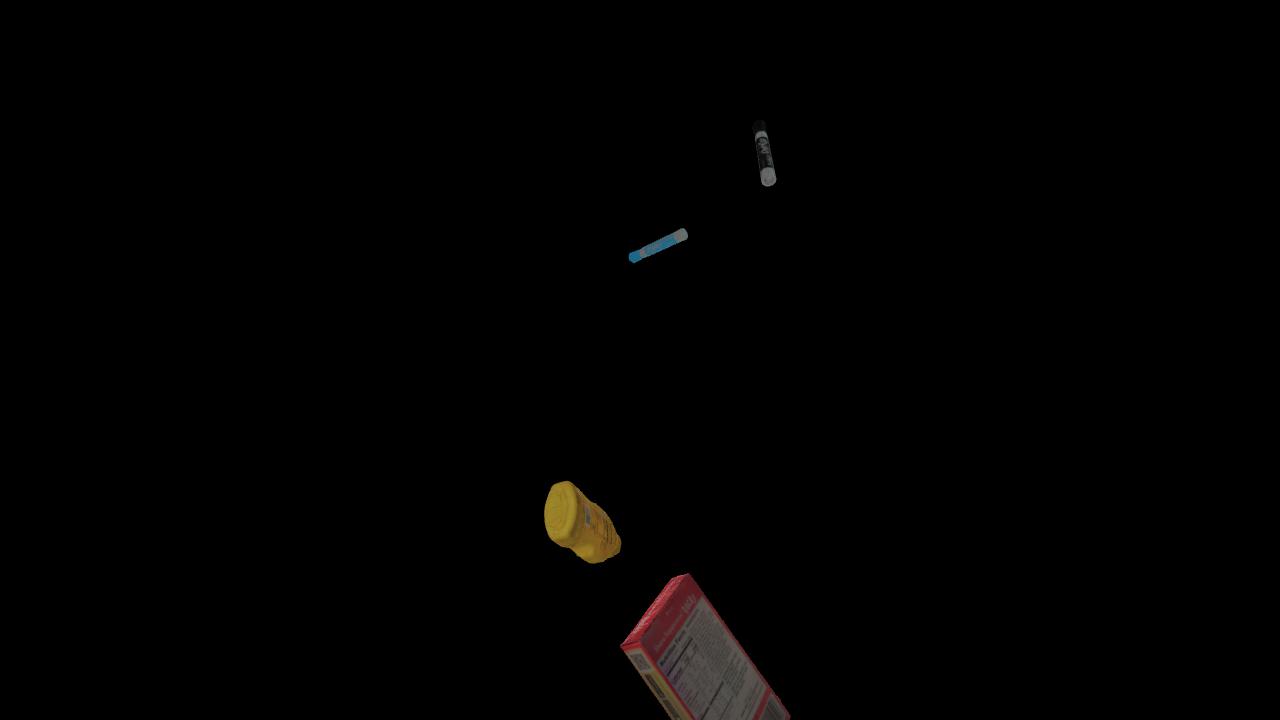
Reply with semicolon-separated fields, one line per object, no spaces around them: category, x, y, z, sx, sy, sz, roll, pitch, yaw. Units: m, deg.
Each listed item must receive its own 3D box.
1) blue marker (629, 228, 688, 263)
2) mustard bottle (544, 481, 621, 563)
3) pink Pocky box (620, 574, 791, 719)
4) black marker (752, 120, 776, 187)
blue marker;0.026;-0.184;0.997;0.121;0.020;0.020;-17;-12;42
mustard bottle;-0.077;0.260;0.937;0.054;0.092;0.184;-23;-41;13
pink Pocky box;0.056;0.265;0.505;0.029;0.155;0.084;-35;1;41
black marker;0.161;-0.273;0.802;0.020;0.121;0.020;0;-35;0
